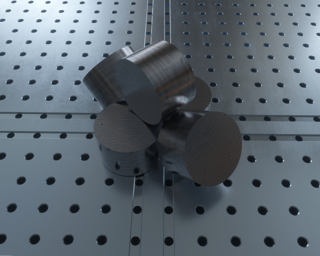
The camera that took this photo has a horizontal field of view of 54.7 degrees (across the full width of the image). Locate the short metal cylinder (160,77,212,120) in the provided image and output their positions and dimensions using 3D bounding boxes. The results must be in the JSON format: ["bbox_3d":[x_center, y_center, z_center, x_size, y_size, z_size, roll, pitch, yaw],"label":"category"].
[{"bbox_3d":[0.026,-0.028,0.415,0.081,0.050,0.080,0,50,0],"label":"short metal cylinder"}]

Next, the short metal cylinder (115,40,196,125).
[{"bbox_3d":[-0.006,-0.051,0.348,0.050,0.080,0.080,-34,58,-25],"label":"short metal cylinder"}]

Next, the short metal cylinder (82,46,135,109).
[{"bbox_3d":[-0.055,-0.065,0.417,0.080,0.080,0.050,-39,94,-28],"label":"short metal cylinder"}]

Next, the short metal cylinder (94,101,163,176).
[{"bbox_3d":[-0.037,0.012,0.380,0.081,0.050,0.080,0,50,0],"label":"short metal cylinder"}]

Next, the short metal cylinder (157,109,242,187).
[{"bbox_3d":[0.044,0.020,0.346,0.080,0.080,0.050,-33,22,-25],"label":"short metal cylinder"}]
